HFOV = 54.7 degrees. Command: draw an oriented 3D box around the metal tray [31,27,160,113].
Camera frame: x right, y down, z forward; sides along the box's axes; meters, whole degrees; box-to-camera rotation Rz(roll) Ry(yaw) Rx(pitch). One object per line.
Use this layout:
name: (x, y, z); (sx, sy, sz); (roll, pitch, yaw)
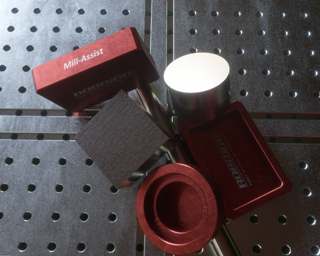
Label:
metal tray: (-0.074, -0.066, 0.382); (0.130, 0.090, 0.030); (-21, 73, 8)

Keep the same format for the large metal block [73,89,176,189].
large metal block: (-0.040, 0.014, 0.370); (0.080, 0.050, 0.080); (-45, 76, 4)

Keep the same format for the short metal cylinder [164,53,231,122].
short metal cylinder: (0.049, -0.053, 0.399); (0.080, 0.050, 0.080); (-7, 46, 8)

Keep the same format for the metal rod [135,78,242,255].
metal rod: (0.020, 0.028, 0.397); (0.025, 0.025, 0.299); (-24, 72, -8)

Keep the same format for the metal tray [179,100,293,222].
metal tray: (0.091, 0.040, 0.391); (0.091, 0.030, 0.130); (-24, 72, -9)

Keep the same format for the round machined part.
round machined part: (0.025, 0.088, 0.352); (0.098, 0.042, 0.097); (-3, 84, 28)
